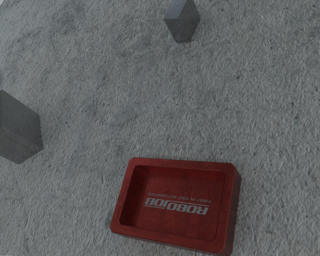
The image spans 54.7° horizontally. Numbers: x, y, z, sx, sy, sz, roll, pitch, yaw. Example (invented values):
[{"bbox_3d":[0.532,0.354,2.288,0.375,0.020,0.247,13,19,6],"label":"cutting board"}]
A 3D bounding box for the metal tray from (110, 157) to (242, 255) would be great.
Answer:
[{"bbox_3d":[0.017,0.082,0.341,0.130,0.030,0.090,0,62,28],"label":"metal tray"}]

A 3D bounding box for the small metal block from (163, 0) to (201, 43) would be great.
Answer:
[{"bbox_3d":[0.035,-0.167,0.472,0.025,0.050,0.050,11,67,33],"label":"small metal block"}]

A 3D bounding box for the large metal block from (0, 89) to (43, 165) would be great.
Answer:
[{"bbox_3d":[-0.238,0.000,0.494,0.050,0.080,0.080,-31,52,9],"label":"large metal block"}]
